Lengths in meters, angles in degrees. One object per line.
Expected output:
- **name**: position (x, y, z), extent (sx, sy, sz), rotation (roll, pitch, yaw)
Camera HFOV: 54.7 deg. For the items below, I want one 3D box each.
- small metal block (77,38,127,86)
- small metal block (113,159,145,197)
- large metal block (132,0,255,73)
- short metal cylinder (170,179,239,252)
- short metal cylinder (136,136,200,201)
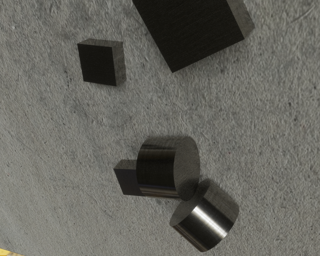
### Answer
- **small metal block**: position (-0.073, -0.084, 0.394), extent (0.050, 0.025, 0.050), rotation (11, 123, 22)
- **small metal block**: position (-0.037, 0.076, 0.473), extent (0.050, 0.025, 0.050), rotation (-2, 118, 29)
- **large metal block**: position (0.034, -0.112, 0.303), extent (0.080, 0.050, 0.080), rotation (-20, 108, 35)
- **short metal cylinder**: position (0.058, 0.115, 0.412), extent (0.050, 0.080, 0.080), rotation (42, 129, -1)
- **short metal cylinder**: position (0.013, 0.051, 0.396), extent (0.050, 0.080, 0.080), rotation (-2, 118, 29)
